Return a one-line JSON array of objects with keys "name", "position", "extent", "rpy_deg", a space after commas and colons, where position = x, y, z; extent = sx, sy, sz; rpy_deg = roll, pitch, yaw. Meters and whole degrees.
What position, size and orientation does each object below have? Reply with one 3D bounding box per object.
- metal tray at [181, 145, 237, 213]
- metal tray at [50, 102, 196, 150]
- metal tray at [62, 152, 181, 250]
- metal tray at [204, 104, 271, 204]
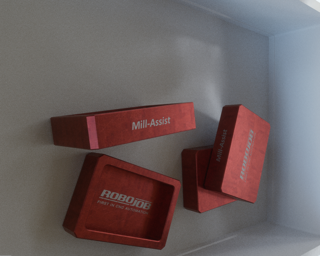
[{"name": "metal tray", "position": [0.092, 0.072, 0.483], "extent": [0.131, 0.030, 0.089], "rpy_deg": [-5, 93, -40]}, {"name": "metal tray", "position": [-0.037, -0.005, 0.334], "extent": [0.131, 0.090, 0.030], "rpy_deg": [-11, 97, -40]}, {"name": "metal tray", "position": [-0.039, 0.090, 0.372], "extent": [0.131, 0.030, 0.090], "rpy_deg": [26, 74, -37]}, {"name": "metal tray", "position": [0.120, 0.040, 0.467], "extent": [0.090, 0.030, 0.130], "rpy_deg": [25, 74, -37]}]
